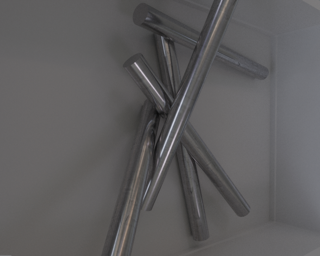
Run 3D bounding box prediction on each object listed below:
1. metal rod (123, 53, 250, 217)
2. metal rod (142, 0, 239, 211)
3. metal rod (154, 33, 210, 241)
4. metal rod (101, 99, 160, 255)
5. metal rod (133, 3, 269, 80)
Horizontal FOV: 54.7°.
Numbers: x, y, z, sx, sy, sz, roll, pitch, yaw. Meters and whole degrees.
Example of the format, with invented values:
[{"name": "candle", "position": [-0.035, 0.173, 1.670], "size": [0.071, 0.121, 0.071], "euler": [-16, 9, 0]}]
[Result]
[{"name": "metal rod", "position": [0.050, 0.027, 0.414], "size": [0.300, 0.025, 0.025], "euler": [52, 60, -30]}, {"name": "metal rod", "position": [0.034, -0.043, 0.350], "size": [0.025, 0.025, 0.298], "euler": [14, 102, -39]}, {"name": "metal rod", "position": [0.032, 0.016, 0.433], "size": [0.025, 0.025, 0.298], "euler": [-19, 102, -38]}, {"name": "metal rod", "position": [-0.031, 0.079, 0.300], "size": [0.025, 0.025, 0.300], "euler": [45, 38, -31]}, {"name": "metal rod", "position": [0.082, -0.113, 0.453], "size": [0.302, 0.025, 0.025], "euler": [7, 85, -46]}]
